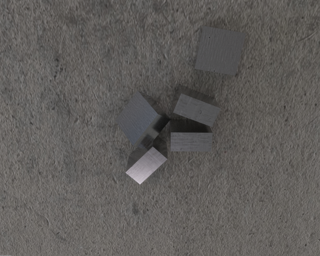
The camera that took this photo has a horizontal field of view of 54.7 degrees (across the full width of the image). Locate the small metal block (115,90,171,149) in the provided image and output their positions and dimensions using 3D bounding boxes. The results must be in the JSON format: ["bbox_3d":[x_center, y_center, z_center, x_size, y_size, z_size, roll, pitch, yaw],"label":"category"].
[{"bbox_3d":[-0.022,-0.010,0.390,0.025,0.050,0.050,19,115,-50],"label":"small metal block"}]

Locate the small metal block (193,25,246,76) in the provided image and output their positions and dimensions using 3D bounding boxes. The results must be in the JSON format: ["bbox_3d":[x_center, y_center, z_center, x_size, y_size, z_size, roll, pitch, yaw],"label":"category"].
[{"bbox_3d":[0.070,-0.094,0.375,0.050,0.025,0.050,9,110,-4],"label":"small metal block"}]

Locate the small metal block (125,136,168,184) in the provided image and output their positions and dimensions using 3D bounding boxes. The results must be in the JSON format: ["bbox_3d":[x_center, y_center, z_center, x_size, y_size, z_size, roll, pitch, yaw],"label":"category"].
[{"bbox_3d":[-0.017,0.039,0.410,0.025,0.050,0.050,42,105,-14],"label":"small metal block"}]

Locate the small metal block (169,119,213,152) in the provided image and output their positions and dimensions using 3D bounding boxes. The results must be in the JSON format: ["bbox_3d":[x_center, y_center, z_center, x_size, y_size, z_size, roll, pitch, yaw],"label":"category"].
[{"bbox_3d":[0.038,0.009,0.400,0.050,0.050,0.025,1,110,-1],"label":"small metal block"}]

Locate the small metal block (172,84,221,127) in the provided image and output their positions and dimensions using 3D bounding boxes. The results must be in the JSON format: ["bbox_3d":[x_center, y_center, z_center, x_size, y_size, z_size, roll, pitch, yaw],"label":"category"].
[{"bbox_3d":[0.043,-0.029,0.386,0.050,0.050,0.025,20,109,-7],"label":"small metal block"}]
